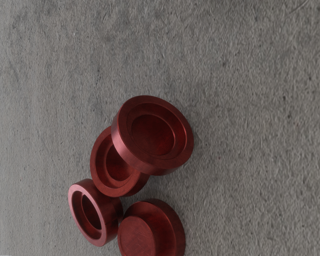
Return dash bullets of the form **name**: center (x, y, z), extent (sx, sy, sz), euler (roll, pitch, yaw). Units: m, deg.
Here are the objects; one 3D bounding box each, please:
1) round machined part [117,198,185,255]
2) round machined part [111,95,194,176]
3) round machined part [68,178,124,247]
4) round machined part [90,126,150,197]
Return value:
- **round machined part**: center (-0.018, 0.146, 0.409), extent (0.098, 0.042, 0.097), euler (0, 90, 40)
- **round machined part**: center (-0.012, 0.012, 0.370), extent (0.042, 0.099, 0.098), euler (-48, 60, 47)
- **round machined part**: center (-0.091, 0.120, 0.458), extent (0.098, 0.042, 0.097), euler (21, 120, 40)
- **round machined part**: center (-0.047, 0.045, 0.426), extent (0.098, 0.042, 0.098), euler (-9, 75, 35)
